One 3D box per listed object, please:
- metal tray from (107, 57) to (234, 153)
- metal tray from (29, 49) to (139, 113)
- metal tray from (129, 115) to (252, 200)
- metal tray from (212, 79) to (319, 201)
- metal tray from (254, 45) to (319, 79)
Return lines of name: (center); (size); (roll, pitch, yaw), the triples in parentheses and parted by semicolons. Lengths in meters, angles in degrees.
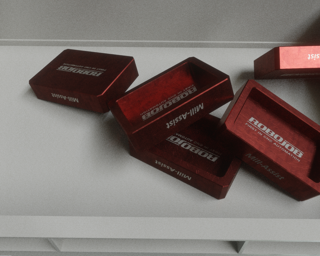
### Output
metal tray: (0.010, -0.033, 0.375); (0.131, 0.030, 0.090); (-30, 36, -9)
metal tray: (-0.108, -0.072, 0.444); (0.130, 0.030, 0.090); (13, 50, 25)
metal tray: (0.038, 0.019, 0.385); (0.130, 0.030, 0.090); (24, 54, 19)
metal tray: (0.136, 0.012, 0.363); (0.130, 0.030, 0.090); (35, 56, 0)
metal tray: (0.212, -0.092, 0.442); (0.131, 0.090, 0.030); (-2, 91, -2)
